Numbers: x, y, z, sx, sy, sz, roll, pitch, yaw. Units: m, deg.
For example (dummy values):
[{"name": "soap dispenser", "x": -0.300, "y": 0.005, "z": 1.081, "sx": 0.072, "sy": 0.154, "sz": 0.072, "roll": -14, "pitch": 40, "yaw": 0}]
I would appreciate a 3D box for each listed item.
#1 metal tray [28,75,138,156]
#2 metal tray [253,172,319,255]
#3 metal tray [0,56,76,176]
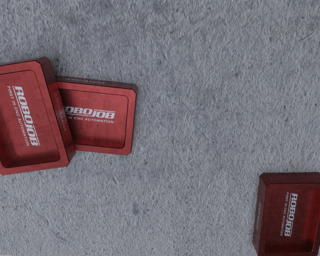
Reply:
[{"name": "metal tray", "x": -0.098, "y": -0.017, "z": 0.399, "sx": 0.131, "sy": 0.030, "sz": 0.089, "roll": 6, "pitch": 110, "yaw": -3}, {"name": "metal tray", "x": 0.191, "y": 0.130, "z": 0.456, "sx": 0.091, "sy": 0.030, "sz": 0.129, "roll": -1, "pitch": 110, "yaw": 0}, {"name": "metal tray", "x": -0.162, "y": -0.012, "z": 0.368, "sx": 0.090, "sy": 0.030, "sz": 0.129, "roll": -8, "pitch": 110, "yaw": 3}]
